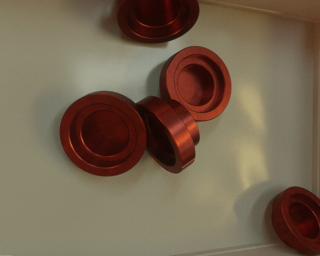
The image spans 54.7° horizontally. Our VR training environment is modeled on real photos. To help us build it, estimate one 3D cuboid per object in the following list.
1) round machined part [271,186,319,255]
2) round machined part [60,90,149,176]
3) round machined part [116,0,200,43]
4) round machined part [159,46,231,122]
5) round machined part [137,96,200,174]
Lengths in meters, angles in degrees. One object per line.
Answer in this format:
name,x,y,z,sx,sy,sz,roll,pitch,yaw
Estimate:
round machined part,0.209,0.141,0.465,0.099,0.042,0.098,15,50,-18
round machined part,-0.062,0.004,0.365,0.099,0.042,0.097,1,106,4
round machined part,-0.004,-0.150,0.376,0.099,0.098,0.042,1,67,-21
round machined part,0.043,-0.056,0.415,0.099,0.042,0.097,2,86,-25
round machined part,0.010,0.003,0.377,0.042,0.098,0.098,-33,101,-23
